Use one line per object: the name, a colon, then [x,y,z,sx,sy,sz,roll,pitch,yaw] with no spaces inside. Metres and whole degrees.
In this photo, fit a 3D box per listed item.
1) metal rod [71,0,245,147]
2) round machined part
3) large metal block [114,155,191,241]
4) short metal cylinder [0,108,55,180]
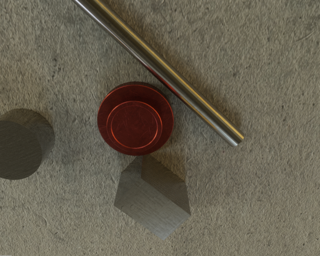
metal rod: [-0.006,-0.080,0.380,0.300,0.025,0.025,41,105,-14]
round machined part: [-0.031,-0.007,0.398,0.099,0.042,0.097,0,110,-1]
large metal block: [-0.009,0.086,0.412,0.080,0.080,0.050,39,105,-14]
short metal cylinder: [-0.185,0.020,0.401,0.081,0.050,0.079,0,110,-1]
